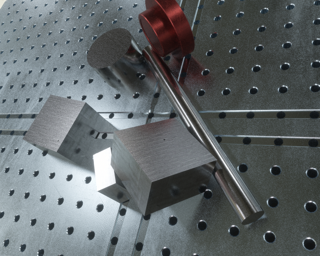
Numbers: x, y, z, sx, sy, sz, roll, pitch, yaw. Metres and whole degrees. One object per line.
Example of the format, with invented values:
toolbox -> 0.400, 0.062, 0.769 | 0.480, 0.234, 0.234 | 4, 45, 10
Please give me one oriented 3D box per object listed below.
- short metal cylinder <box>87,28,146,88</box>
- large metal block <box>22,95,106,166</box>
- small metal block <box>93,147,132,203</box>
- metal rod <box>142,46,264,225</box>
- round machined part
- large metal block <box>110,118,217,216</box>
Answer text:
short metal cylinder -> -0.068, -0.112, 0.497 | 0.080, 0.050, 0.080 | -13, 56, 21
large metal block -> -0.144, 0.002, 0.467 | 0.080, 0.050, 0.080 | 13, 68, 33
small metal block -> -0.056, 0.059, 0.385 | 0.025, 0.050, 0.050 | -26, 53, 13
metal rod -> 0.037, -0.016, 0.398 | 0.025, 0.025, 0.300 | -33, 51, 7
round machined part -> 0.005, -0.141, 0.442 | 0.042, 0.098, 0.098 | -33, 51, -5
large metal block -> 0.001, 0.038, 0.343 | 0.081, 0.050, 0.080 | -14, 43, -31
